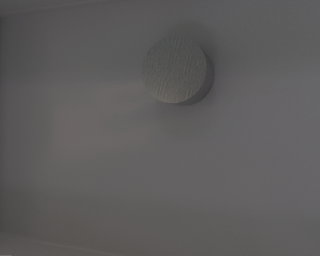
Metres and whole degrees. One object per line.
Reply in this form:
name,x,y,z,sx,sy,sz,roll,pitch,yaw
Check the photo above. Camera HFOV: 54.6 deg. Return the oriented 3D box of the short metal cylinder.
short metal cylinder,0.024,-0.069,0.389,0.080,0.050,0.080,0,90,20
